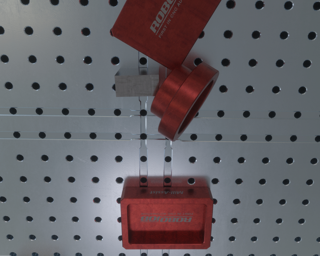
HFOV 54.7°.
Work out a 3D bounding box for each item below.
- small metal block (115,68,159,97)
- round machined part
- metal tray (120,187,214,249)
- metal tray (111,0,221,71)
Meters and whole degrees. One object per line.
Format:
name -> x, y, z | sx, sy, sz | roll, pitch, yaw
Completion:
small metal block -> -0.026, -0.057, 0.379 | 0.050, 0.050, 0.025 | -1, 110, 0
round machined part -> 0.025, -0.035, 0.365 | 0.042, 0.098, 0.097 | 34, 108, 9
metal tray -> 0.010, 0.134, 0.460 | 0.131, 0.030, 0.089 | 0, 110, -1
metal tray -> 0.014, -0.144, 0.358 | 0.090, 0.030, 0.129 | 29, 107, -11
